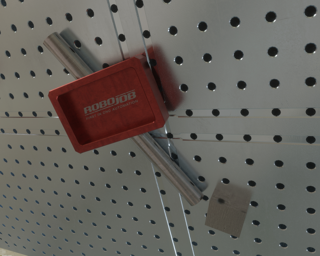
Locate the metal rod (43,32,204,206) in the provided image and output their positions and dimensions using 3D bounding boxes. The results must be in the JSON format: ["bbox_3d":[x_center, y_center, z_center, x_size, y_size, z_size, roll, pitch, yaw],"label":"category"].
[{"bbox_3d":[-0.046,-0.008,0.428,0.300,0.025,0.025,48,129,-7],"label":"metal rod"}]

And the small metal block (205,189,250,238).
[{"bbox_3d":[0.094,0.120,0.435,0.050,0.025,0.050,16,125,18],"label":"small metal block"}]

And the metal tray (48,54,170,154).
[{"bbox_3d":[-0.065,-0.028,0.394,0.130,0.030,0.090,-18,104,17],"label":"metal tray"}]
